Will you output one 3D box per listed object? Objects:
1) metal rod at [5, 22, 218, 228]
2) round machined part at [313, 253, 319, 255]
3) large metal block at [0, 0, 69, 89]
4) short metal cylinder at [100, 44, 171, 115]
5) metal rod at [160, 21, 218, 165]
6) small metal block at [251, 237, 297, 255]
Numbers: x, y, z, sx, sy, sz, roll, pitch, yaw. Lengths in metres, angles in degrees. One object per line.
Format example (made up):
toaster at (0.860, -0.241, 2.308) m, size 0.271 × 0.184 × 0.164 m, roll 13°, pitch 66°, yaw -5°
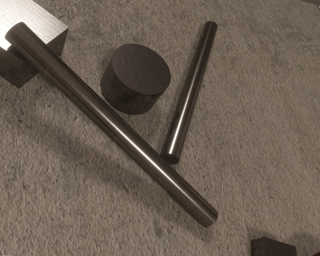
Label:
metal rod at (-0.044, 0.005, 0.343) m, size 0.300 × 0.025 × 0.025 m, roll 45°, pitch 50°, yaw -11°
round machined part at (0.219, 0.207, 0.387) m, size 0.099 × 0.042 × 0.098 m, roll 14°, pitch 56°, yaw -21°
large metal block at (-0.169, -0.106, 0.362) m, size 0.080 × 0.050 × 0.080 m, roll 36°, pitch 51°, yaw -5°
short metal cylinder at (-0.033, -0.064, 0.411) m, size 0.081 × 0.050 × 0.080 m, roll 14°, pitch 56°, yaw -21°
metal rod at (0.052, -0.073, 0.478) m, size 0.025 × 0.025 × 0.300 m, roll 28°, pitch 52°, yaw -11°
small metal block at (0.140, 0.167, 0.380) m, size 0.050 × 0.025 × 0.050 m, roll 21°, pitch 54°, yaw -16°
